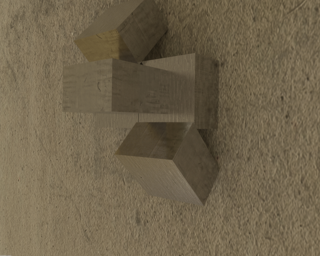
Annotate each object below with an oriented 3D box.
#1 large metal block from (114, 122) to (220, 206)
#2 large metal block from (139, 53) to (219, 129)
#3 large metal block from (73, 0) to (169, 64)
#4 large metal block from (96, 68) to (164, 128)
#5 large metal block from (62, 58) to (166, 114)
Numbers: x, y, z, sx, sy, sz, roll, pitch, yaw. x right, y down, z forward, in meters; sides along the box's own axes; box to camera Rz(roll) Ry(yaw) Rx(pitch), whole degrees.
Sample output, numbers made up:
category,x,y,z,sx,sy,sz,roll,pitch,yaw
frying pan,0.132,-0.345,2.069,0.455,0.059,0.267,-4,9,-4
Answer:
category,x,y,z,sx,sy,sz,roll,pitch,yaw
large metal block,0.010,0.039,0.353,0.080,0.080,0.050,1,47,39
large metal block,0.021,-0.040,0.369,0.080,0.050,0.079,1,91,39
large metal block,-0.049,-0.122,0.401,0.080,0.050,0.080,1,47,40
large metal block,-0.041,-0.040,0.420,0.080,0.050,0.079,1,91,39
large metal block,-0.050,-0.042,0.345,0.080,0.081,0.050,2,91,39
